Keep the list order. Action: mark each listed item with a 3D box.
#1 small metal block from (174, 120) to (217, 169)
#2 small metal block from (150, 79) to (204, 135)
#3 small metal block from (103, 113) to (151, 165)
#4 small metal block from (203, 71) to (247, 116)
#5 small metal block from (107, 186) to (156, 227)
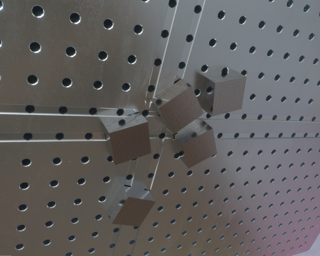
[{"bbox_3d":[0.053,0.024,0.457,0.050,0.025,0.050,-27,128,-12],"label":"small metal block"},{"bbox_3d":[0.023,-0.028,0.409,0.050,0.025,0.050,-35,129,-6],"label":"small metal block"},{"bbox_3d":[-0.041,0.014,0.399,0.050,0.025,0.050,-17,126,-19],"label":"small metal block"},{"bbox_3d":[0.089,-0.049,0.432,0.050,0.025,0.050,-14,125,-21],"label":"small metal block"},{"bbox_3d":[-0.043,0.118,0.462,0.050,0.025,0.050,20,108,-36],"label":"small metal block"}]
